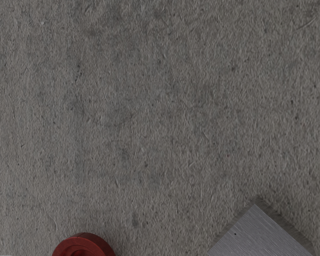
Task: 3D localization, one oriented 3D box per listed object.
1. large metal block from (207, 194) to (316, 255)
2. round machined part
[{"bbox_3d":[0.115,0.137,0.355,0.080,0.050,0.080,42,103,15],"label":"large metal block"},{"bbox_3d":[-0.101,0.195,0.435,0.098,0.042,0.097,0,90,20],"label":"round machined part"}]
